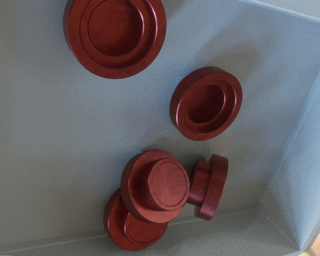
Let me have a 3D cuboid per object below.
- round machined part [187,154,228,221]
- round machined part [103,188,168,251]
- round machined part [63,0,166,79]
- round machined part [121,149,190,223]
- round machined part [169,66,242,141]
[{"bbox_3d":[0.066,0.085,0.465,0.042,0.098,0.097,18,114,4],"label":"round machined part"},{"bbox_3d":[-0.027,0.129,0.442,0.099,0.042,0.097,-4,97,-29],"label":"round machined part"},{"bbox_3d":[-0.047,-0.102,0.310,0.099,0.042,0.097,-14,125,-21],"label":"round machined part"},{"bbox_3d":[0.001,0.076,0.412,0.099,0.042,0.098,13,69,-35],"label":"round machined part"},{"bbox_3d":[0.056,-0.035,0.408,0.099,0.042,0.097,-14,125,-21],"label":"round machined part"}]
